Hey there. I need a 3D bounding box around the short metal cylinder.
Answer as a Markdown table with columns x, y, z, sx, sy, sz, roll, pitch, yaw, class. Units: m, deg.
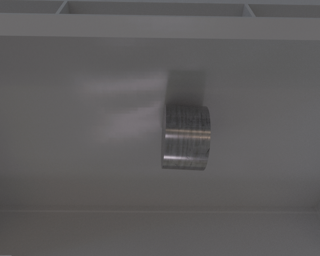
| x | y | z | sx | sy | sz | roll | pitch | yaw | class |
| --- | --- | --- | --- | --- | --- | --- | --- | --- | --- |
| 0.029 | 0.011 | 0.383 | 0.050 | 0.080 | 0.080 | 3 | 130 | -3 | short metal cylinder |
